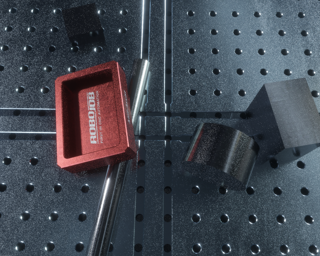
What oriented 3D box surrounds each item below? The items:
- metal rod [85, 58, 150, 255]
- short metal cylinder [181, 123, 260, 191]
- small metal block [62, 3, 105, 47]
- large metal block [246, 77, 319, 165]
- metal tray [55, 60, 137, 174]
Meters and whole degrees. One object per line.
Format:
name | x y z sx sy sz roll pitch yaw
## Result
metal rod | -0.053 0.045 0.394 0.025 0.025 0.299 10 70 3
short metal cylinder | 0.071 0.035 0.371 0.080 0.080 0.050 22 72 7
small metal block | -0.115 -0.156 0.467 0.050 0.025 0.050 -16 71 -6
large metal block | 0.153 -0.005 0.386 0.050 0.080 0.080 -9 71 -4
metal tray | -0.085 -0.016 0.396 0.090 0.030 0.130 -15 65 9
